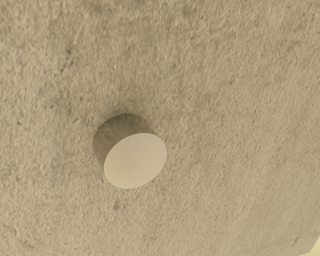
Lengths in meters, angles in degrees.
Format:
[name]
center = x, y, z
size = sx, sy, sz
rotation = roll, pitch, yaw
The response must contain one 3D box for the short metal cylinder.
[short metal cylinder]
center = -0.038, 0.029, 0.389
size = 0.081, 0.050, 0.079
rotation = -14, 125, -21
